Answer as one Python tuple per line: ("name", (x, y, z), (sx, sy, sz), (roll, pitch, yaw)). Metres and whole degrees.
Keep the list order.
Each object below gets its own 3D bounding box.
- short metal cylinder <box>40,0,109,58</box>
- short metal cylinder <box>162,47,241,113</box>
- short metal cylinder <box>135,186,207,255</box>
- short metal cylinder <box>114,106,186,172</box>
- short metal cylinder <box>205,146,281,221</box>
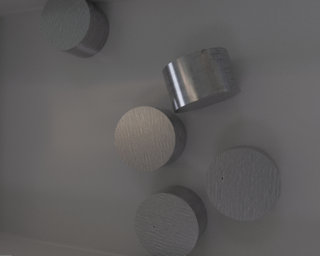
("short metal cylinder", (-0.120, -0.144, 0.440), (0.080, 0.050, 0.080), (0, 90, 20))
("short metal cylinder", (0.048, -0.054, 0.364), (0.080, 0.080, 0.050), (-19, 84, 19))
("short metal cylinder", (0.015, 0.117, 0.392), (0.080, 0.050, 0.080), (0, 90, 20))
("short metal cylinder", (-0.011, 0.013, 0.401), (0.080, 0.050, 0.080), (0, 90, 20))
("short metal cylinder", (0.098, 0.062, 0.362), (0.080, 0.050, 0.080), (0, 90, 20))
